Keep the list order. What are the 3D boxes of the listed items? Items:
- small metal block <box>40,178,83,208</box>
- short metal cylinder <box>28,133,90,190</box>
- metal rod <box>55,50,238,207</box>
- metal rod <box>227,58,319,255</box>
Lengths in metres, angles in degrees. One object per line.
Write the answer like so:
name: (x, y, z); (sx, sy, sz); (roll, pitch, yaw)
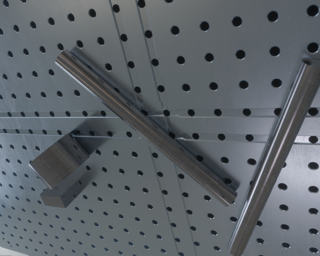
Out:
small metal block: (-0.178, 0.117, 0.561); (0.050, 0.050, 0.025); (-1, 118, 29)
short metal cylinder: (-0.159, 0.052, 0.492); (0.080, 0.080, 0.050); (-33, 100, 38)
metal rod: (-0.018, 0.000, 0.420); (0.300, 0.025, 0.025); (40, 129, 0)
metal rod: (0.130, 0.059, 0.379); (0.025, 0.025, 0.298); (20, 126, 16)
